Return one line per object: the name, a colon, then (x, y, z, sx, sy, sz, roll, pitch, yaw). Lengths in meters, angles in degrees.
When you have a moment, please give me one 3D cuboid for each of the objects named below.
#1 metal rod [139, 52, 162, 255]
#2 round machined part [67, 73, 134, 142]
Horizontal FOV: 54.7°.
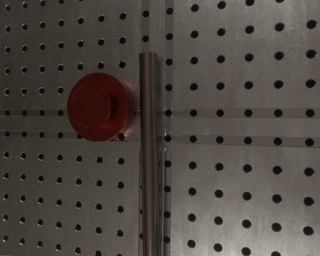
metal rod: (-0.013, 0.050, 0.416, 0.025, 0.025, 0.298, -1, 90, 19)
round machined part: (-0.089, -0.029, 0.434, 0.098, 0.042, 0.097, 0, 90, 19)
